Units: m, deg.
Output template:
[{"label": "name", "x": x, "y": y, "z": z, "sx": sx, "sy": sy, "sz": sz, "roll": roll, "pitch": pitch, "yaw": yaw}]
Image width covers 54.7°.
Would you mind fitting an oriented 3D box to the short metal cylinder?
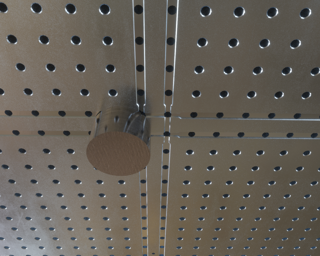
[{"label": "short metal cylinder", "x": -0.052, "y": 0.018, "z": 0.410, "sx": 0.081, "sy": 0.050, "sz": 0.079, "roll": 0, "pitch": 130, "yaw": 0}]
